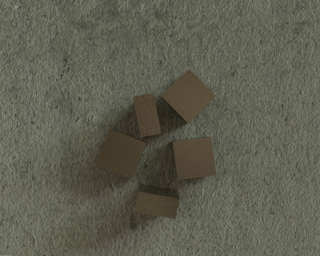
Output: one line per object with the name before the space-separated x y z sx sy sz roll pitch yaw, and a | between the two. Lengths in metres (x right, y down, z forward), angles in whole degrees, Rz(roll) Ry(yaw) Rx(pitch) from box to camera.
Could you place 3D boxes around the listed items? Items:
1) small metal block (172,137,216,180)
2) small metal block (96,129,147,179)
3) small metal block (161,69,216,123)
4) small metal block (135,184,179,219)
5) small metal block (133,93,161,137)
small metal block | 0.044 0.039 0.410 0.050 0.025 0.050 -8 90 0
small metal block | -0.050 0.033 0.409 0.050 0.025 0.050 22 90 0
small metal block | 0.037 -0.041 0.410 0.050 0.025 0.050 -44 90 0
small metal block | -0.004 0.093 0.397 0.050 0.050 0.025 10 90 0
small metal block | -0.015 -0.016 0.397 0.025 0.050 0.050 -10 90 0
